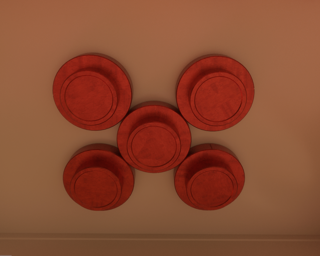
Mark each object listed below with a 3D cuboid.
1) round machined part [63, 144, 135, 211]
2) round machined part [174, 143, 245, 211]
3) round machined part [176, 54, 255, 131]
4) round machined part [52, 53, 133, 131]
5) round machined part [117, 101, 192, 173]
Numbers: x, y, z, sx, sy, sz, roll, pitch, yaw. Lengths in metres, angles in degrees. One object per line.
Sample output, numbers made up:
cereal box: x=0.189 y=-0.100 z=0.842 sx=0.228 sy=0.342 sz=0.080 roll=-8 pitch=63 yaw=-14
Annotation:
round machined part: x=-0.085 y=0.074 z=0.427 sx=0.099 sy=0.042 sz=0.097 roll=0 pitch=110 yaw=-1
round machined part: x=0.069 y=0.074 z=0.429 sx=0.099 sy=0.042 sz=0.097 roll=0 pitch=110 yaw=-1
round machined part: x=0.069 y=-0.041 z=0.387 sx=0.099 sy=0.042 sz=0.097 roll=0 pitch=110 yaw=-1
round machined part: x=-0.084 y=-0.042 z=0.384 sx=0.099 sy=0.042 sz=0.097 roll=0 pitch=110 yaw=-1
round machined part: x=-0.008 y=0.017 z=0.406 sx=0.099 sy=0.042 sz=0.097 roll=0 pitch=110 yaw=-1
